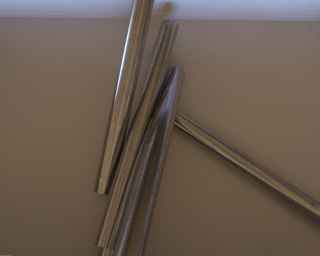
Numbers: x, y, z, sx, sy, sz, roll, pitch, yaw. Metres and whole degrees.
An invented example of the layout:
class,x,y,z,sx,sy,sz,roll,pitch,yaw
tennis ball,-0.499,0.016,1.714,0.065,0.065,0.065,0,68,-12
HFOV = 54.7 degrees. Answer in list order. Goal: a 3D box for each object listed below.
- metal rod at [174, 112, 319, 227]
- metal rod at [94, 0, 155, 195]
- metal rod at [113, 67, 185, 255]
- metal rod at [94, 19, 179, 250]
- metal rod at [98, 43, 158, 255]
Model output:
class,x,y,z,sx,sy,sz,roll,pitch,yaw
metal rod,0.144,0.071,0.384,0.300,0.025,0.025,34,74,11
metal rod,-0.038,-0.067,0.373,0.025,0.025,0.298,13,94,4
metal rod,-0.005,0.027,0.334,0.025,0.025,0.300,11,45,4
metal rod,-0.022,-0.008,0.384,0.025,0.025,0.299,13,70,5
metal rod,-0.029,0.018,0.402,0.025,0.025,0.299,12,70,4
